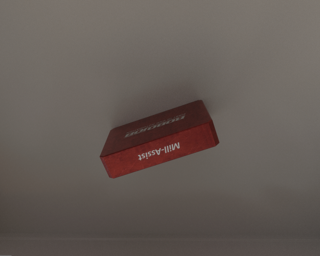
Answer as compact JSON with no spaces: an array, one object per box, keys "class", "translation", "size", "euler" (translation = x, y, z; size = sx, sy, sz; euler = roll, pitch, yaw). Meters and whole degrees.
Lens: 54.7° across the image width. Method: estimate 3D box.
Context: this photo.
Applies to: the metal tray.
[{"class":"metal tray","translation":[-0.001,0.010,0.380],"size":[0.131,0.090,0.030],"euler":[-18,109,6]}]
